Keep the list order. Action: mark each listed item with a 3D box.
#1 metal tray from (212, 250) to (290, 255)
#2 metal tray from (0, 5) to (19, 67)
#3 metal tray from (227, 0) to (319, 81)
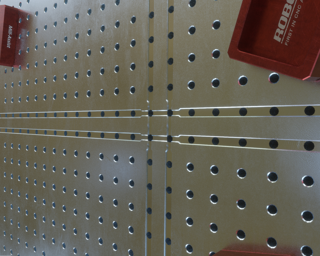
[{"bbox_3d":[0.102,0.201,0.322,0.090,0.030,0.129,-13,82,39],"label":"metal tray"},{"bbox_3d":[-0.365,-0.210,0.710,0.090,0.030,0.129,16,100,39],"label":"metal tray"},{"bbox_3d":[0.125,-0.119,0.290,0.090,0.030,0.129,30,115,39],"label":"metal tray"}]
